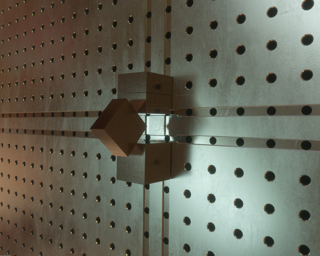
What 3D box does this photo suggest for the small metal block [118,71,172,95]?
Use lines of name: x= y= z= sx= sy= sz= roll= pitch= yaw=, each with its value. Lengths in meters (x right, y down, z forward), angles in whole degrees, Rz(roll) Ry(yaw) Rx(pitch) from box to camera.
small metal block: x=-0.019 y=-0.057 z=0.406 sx=0.050 sy=0.050 sz=0.025 roll=3 pitch=92 yaw=39

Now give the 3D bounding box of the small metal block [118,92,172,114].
small metal block: x=-0.020 y=-0.031 z=0.407 sx=0.050 sy=0.050 sz=0.025 roll=3 pitch=92 yaw=39

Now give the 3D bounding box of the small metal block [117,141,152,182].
small metal block: x=-0.031 y=0.043 z=0.416 sx=0.025 sy=0.050 sz=0.050 roll=2 pitch=91 yaw=40

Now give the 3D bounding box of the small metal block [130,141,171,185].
small metal block: x=-0.012 y=0.043 z=0.399 sx=0.025 sy=0.050 sz=0.050 roll=2 pitch=91 yaw=40

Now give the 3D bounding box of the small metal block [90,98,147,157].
small metal block: x=-0.049 y=-0.001 z=0.377 sx=0.025 sy=0.050 sz=0.050 roll=1 pitch=48 yaw=40
